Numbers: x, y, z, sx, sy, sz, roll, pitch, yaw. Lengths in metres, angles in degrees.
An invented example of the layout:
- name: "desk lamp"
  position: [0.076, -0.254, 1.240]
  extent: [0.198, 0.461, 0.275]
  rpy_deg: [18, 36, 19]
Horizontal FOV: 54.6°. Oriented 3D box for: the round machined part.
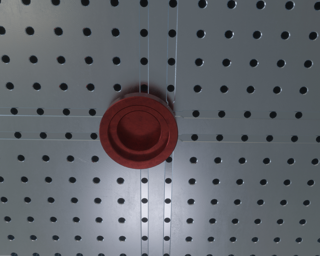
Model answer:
- name: "round machined part"
  position: [-0.027, 0.001, 0.404]
  extent: [0.099, 0.042, 0.097]
  rpy_deg: [0, 110, 0]
